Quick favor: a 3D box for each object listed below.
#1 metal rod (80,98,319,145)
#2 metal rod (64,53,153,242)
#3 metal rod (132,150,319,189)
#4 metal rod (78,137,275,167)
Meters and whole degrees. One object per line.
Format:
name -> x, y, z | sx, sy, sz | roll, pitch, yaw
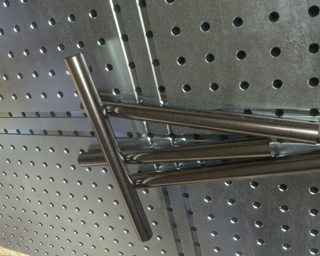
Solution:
metal rod -> 0.030, -0.014, 0.387 | 0.300, 0.025, 0.025 | 8, 122, 24
metal rod -> -0.064, 0.043, 0.438 | 0.025, 0.025, 0.299 | -3, 117, 30
metal rod -> 0.083, 0.057, 0.402 | 0.300, 0.025, 0.025 | -12, 112, 33
metal rod -> 0.001, 0.037, 0.433 | 0.300, 0.025, 0.025 | -7, 115, 31
